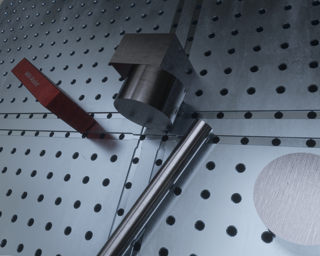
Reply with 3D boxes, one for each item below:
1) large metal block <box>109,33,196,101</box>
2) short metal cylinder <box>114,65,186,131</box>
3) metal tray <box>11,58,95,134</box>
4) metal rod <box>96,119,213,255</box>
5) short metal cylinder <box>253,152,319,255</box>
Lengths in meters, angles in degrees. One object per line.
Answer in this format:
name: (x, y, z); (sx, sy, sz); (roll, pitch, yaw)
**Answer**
large metal block: (-0.007, -0.083, 0.427); (0.080, 0.080, 0.050); (11, 67, 32)
short metal cylinder: (-0.013, -0.037, 0.401); (0.080, 0.080, 0.050); (9, 67, 32)
metal tray: (-0.166, -0.050, 0.482); (0.030, 0.090, 0.130); (-48, 52, -6)
metal rod: (-0.034, 0.114, 0.354); (0.025, 0.025, 0.300); (29, 77, 37)
short metal cylinder: (0.131, 0.069, 0.281); (0.080, 0.050, 0.080); (-13, 56, 20)
